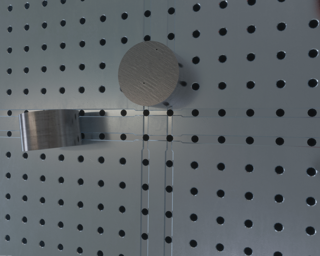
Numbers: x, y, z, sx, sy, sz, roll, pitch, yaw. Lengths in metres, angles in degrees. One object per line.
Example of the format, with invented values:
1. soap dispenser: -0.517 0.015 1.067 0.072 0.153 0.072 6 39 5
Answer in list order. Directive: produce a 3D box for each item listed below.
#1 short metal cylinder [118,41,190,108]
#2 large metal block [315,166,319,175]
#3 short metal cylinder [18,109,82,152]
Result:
1. short metal cylinder: -0.007 -0.067 0.402 0.080 0.050 0.079 0 90 20
2. large metal block: 0.225 0.060 0.320 0.080 0.050 0.080 -33 79 17
3. short metal cylinder: -0.154 0.004 0.437 0.080 0.080 0.050 -7 88 20
